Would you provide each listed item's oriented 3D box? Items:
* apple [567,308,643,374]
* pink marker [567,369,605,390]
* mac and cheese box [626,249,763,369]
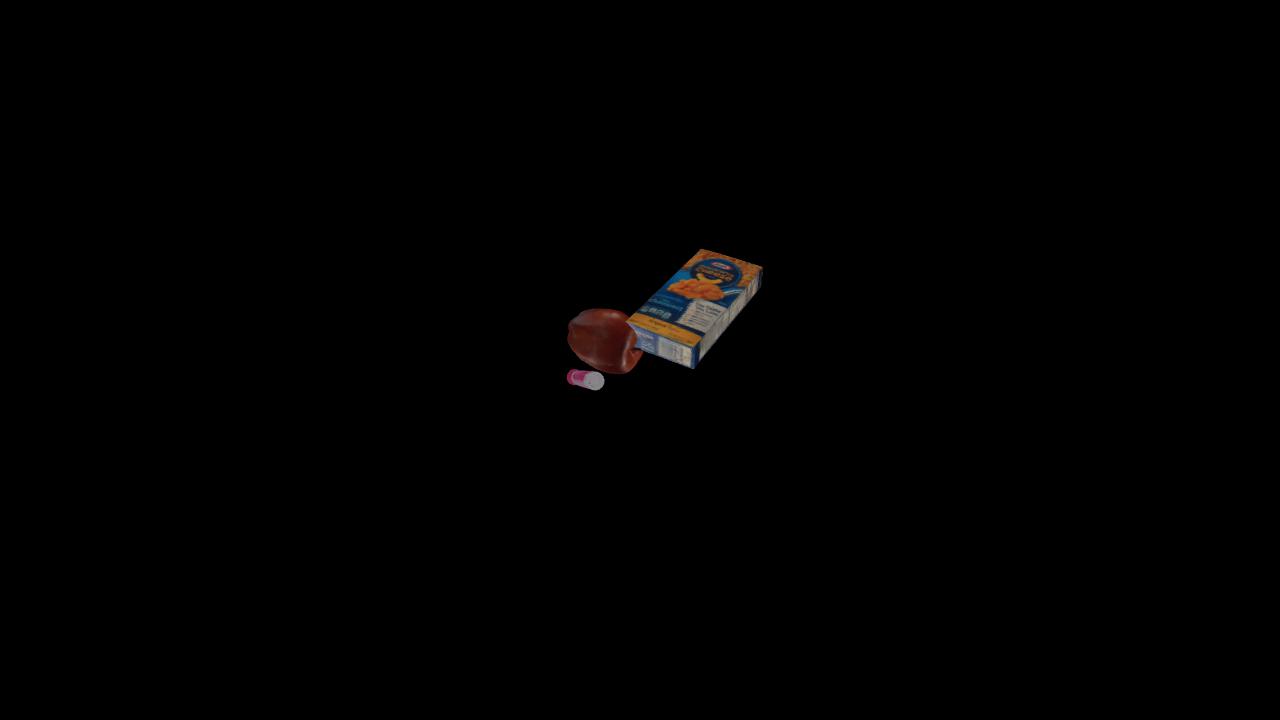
[{"bbox_3d":[-0.038,-0.023,0.728,0.093,0.079,0.079,18,6,18],"label":"apple"},{"bbox_3d":[-0.061,0.020,0.668,0.020,0.020,0.121,0,1,-17],"label":"pink marker"},{"bbox_3d":[0.069,-0.068,0.749,0.093,0.041,0.184,20,46,25],"label":"mac and cheese box"}]
